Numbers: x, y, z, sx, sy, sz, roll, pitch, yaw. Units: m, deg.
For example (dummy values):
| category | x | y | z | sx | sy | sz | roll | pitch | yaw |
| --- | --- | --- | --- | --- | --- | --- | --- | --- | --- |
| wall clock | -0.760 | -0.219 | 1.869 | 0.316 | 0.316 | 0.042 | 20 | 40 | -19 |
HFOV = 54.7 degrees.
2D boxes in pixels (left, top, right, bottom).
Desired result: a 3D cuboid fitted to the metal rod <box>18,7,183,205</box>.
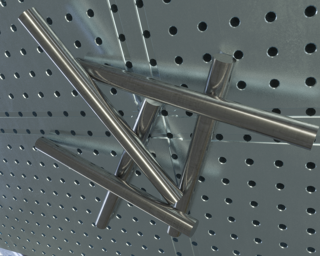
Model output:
| category | x | y | z | sx | sy | sz | roll | pitch | yaw |
| --- | --- | --- | --- | --- | --- | --- | --- | --- | --- |
| metal rod | -0.068 | -0.019 | 0.397 | 0.025 | 0.025 | 0.300 | -28 | 105 | 37 |

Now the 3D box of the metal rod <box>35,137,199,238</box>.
| category | x | y | z | sx | sy | sz | roll | pitch | yaw |
| --- | --- | --- | --- | --- | --- | --- | --- | --- | --- |
| metal rod | -0.080 | 0.079 | 0.469 | 0.300 | 0.025 | 0.025 | 23 | 127 | 26 |

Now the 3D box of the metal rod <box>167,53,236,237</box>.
| category | x | y | z | sx | sy | sz | roll | pitch | yaw |
| --- | --- | --- | --- | --- | --- | --- | --- | --- | --- |
| metal rod | 0.046 | 0.046 | 0.414 | 0.025 | 0.025 | 0.298 | 21 | 127 | 15 |

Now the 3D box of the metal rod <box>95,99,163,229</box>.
| category | x | y | z | sx | sy | sz | roll | pitch | yaw |
| --- | --- | --- | --- | --- | --- | --- | --- | --- | --- |
| metal rod | -0.058 | 0.070 | 0.482 | 0.025 | 0.025 | 0.298 | 31 | 128 | 8 |

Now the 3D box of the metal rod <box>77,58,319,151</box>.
| category | x | y | z | sx | sy | sz | roll | pitch | yaw |
| --- | --- | --- | --- | --- | --- | --- | --- | --- | --- |
| metal rod | 0.016 | -0.037 | 0.352 | 0.301 | 0.025 | 0.025 | 20 | 126 | 26 |
